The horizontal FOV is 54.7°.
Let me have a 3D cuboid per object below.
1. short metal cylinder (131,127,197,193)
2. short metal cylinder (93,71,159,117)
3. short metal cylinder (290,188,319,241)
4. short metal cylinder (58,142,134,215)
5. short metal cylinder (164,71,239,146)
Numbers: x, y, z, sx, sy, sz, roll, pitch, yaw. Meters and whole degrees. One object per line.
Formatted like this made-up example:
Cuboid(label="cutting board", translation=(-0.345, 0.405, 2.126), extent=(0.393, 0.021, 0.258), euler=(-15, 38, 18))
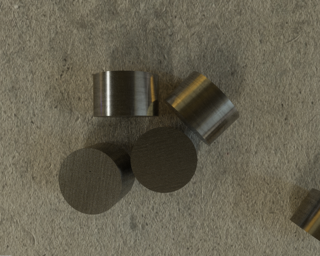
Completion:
Cuboid(label="short metal cylinder", translation=(0.005, 0.038, 0.397), extent=(0.081, 0.050, 0.080), euler=(0, 90, -1))
Cuboid(label="short metal cylinder", translation=(-0.041, -0.039, 0.382), extent=(0.081, 0.080, 0.050), euler=(-1, 90, 0))
Cuboid(label="short metal cylinder", translation=(0.212, 0.119, 0.384), extent=(0.080, 0.080, 0.050), euler=(35, 90, 0))
Cuboid(label="short metal cylinder", translation=(-0.077, 0.061, 0.388), extent=(0.080, 0.050, 0.079), euler=(1, 95, 13))
Cuboid(label="short metal cylinder", translation=(0.050, -0.024, 0.383), extent=(0.050, 0.080, 0.080), euler=(-44, 90, 0))
